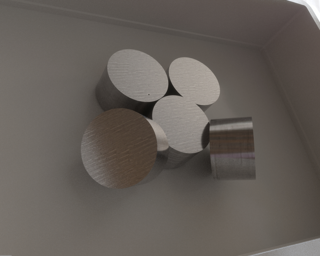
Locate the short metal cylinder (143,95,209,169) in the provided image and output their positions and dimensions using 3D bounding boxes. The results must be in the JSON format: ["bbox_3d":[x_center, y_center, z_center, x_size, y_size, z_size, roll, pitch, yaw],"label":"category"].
[{"bbox_3d":[0.017,0.006,0.393,0.081,0.050,0.080,14,56,-21],"label":"short metal cylinder"}]

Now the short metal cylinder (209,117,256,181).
[{"bbox_3d":[0.094,0.027,0.396,0.050,0.080,0.080,-4,55,15],"label":"short metal cylinder"}]

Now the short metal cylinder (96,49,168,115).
[{"bbox_3d":[-0.036,-0.054,0.401,0.081,0.050,0.080,14,56,-21],"label":"short metal cylinder"}]

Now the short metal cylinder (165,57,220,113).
[{"bbox_3d":[0.038,-0.054,0.443,0.081,0.050,0.080,14,56,-21],"label":"short metal cylinder"}]

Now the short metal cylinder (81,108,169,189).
[{"bbox_3d":[-0.035,0.022,0.330,0.080,0.080,0.050,59,8,13],"label":"short metal cylinder"}]
